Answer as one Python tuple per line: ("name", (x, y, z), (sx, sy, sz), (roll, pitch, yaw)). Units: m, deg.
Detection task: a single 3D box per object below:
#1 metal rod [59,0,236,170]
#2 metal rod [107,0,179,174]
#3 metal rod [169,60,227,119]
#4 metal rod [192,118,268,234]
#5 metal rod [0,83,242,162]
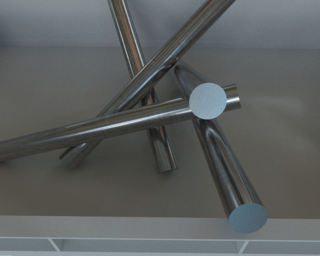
("metal rod", (-0.008, -0.066, 0.364), (0.300, 0.025, 0.025), (-46, 59, 3))
("metal rod", (-0.032, -0.088, 0.402), (0.025, 0.025, 0.299), (-14, 75, -12))
("metal rod", (0.027, -0.060, 0.350), (0.025, 0.025, 0.300), (-2, 16, -1))
("metal rod", (0.048, -0.007, 0.331), (0.025, 0.025, 0.300), (-3, 25, -2))
("metal rod", (-0.066, 0.000, 0.339), (0.301, 0.025, 0.025), (-13, 48, 15))
